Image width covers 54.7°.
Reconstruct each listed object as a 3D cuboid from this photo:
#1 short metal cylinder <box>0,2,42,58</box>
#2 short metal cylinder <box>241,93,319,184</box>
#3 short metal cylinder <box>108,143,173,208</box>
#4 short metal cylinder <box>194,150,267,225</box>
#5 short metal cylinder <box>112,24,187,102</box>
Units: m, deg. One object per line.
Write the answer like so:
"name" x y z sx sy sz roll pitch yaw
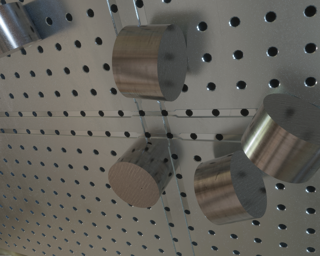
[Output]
"short metal cylinder" -0.205 -0.124 0.405 0.080 0.080 0.050 -11 113 32
"short metal cylinder" 0.130 0.009 0.312 0.080 0.080 0.050 28 128 10
"short metal cylinder" -0.027 0.068 0.450 0.080 0.050 0.079 13 124 20
"short metal cylinder" 0.086 0.073 0.375 0.050 0.080 0.080 -26 105 37
"short metal cylinder" -0.008 -0.070 0.335 0.050 0.080 0.079 7 122 24
